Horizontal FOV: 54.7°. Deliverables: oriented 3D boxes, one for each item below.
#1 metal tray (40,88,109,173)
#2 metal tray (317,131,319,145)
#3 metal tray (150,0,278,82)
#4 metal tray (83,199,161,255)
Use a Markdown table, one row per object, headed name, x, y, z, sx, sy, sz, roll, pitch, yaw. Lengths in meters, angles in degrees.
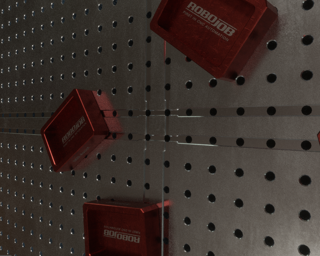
| name | x | y | z | sx | sy | sz | roll | pitch | yaw |
| --- | --- | --- | --- | --- | --- | --- | --- | --- | --- |
| metal tray | -0.149 | 0.006 | 0.525 | 0.129 | 0.030 | 0.090 | -40 | 66 | 32 |
| metal tray | 0.194 | 0.030 | 0.220 | 0.130 | 0.030 | 0.090 | -14 | 94 | 48 |
| metal tray | 0.055 | -0.125 | 0.359 | 0.130 | 0.030 | 0.089 | 45 | 116 | 30 |
| metal tray | -0.059 | 0.155 | 0.452 | 0.130 | 0.030 | 0.089 | -7 | 86 | 39 |
